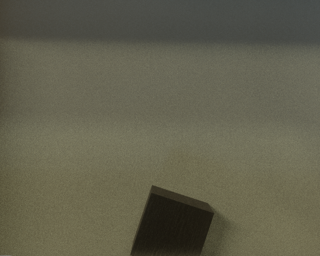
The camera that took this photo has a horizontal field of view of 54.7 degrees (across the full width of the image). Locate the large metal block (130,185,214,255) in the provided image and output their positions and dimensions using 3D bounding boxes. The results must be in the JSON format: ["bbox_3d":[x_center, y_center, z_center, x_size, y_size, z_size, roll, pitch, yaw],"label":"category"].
[{"bbox_3d":[0.015,0.128,0.399,0.080,0.050,0.080,18,90,-1],"label":"large metal block"}]
